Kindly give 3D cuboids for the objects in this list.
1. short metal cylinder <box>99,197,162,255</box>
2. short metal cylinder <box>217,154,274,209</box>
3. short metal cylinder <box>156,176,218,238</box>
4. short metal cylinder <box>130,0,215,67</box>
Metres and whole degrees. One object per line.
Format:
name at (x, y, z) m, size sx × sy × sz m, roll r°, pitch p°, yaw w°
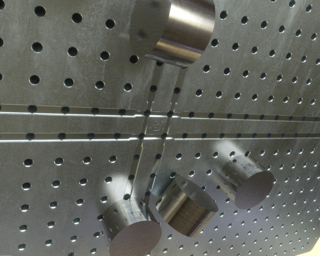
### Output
short metal cylinder at (-0.044, 0.152, 0.465) m, size 0.081 × 0.050 × 0.079 m, roll -14°, pitch 124°, yaw -21°
short metal cylinder at (0.147, 0.092, 0.532) m, size 0.081 × 0.050 × 0.079 m, roll -14°, pitch 124°, yaw -21°
short metal cylinder at (0.041, 0.118, 0.471) m, size 0.080 × 0.080 × 0.050 m, roll 27°, pitch 103°, yaw -38°
short metal cylinder at (0.010, -0.107, 0.315) m, size 0.050 × 0.080 × 0.079 m, roll 8°, pitch 115°, yaw -32°
